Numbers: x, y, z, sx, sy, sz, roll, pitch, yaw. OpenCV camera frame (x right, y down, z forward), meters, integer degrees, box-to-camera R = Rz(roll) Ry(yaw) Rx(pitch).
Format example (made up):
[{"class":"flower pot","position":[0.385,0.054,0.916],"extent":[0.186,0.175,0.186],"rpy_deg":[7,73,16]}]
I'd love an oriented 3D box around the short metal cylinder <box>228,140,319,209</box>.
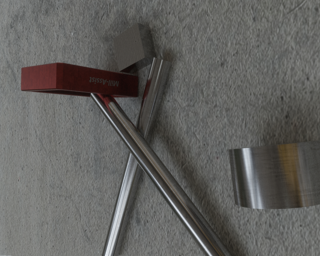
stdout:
[{"class":"short metal cylinder","position":[0.106,0.040,0.281],"extent":[0.080,0.081,0.050],"rpy_deg":[-10,84,39]}]

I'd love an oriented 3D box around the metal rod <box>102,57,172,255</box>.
[{"class":"metal rod","position":[-0.036,0.052,0.432],"extent":[0.025,0.025,0.298],"rpy_deg":[25,106,37]}]

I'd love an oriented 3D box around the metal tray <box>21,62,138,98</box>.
[{"class":"metal tray","position":[-0.105,-0.061,0.420],"extent":[0.090,0.131,0.030],"rpy_deg":[4,93,39]}]

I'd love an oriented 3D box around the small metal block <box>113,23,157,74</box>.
[{"class":"small metal block","position":[-0.035,-0.110,0.432],"extent":[0.050,0.025,0.050],"rpy_deg":[-19,78,38]}]

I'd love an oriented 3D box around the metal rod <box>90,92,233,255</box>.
[{"class":"metal rod","position":[0.003,0.063,0.377],"extent":[0.300,0.025,0.025],"rpy_deg":[52,120,19]}]
